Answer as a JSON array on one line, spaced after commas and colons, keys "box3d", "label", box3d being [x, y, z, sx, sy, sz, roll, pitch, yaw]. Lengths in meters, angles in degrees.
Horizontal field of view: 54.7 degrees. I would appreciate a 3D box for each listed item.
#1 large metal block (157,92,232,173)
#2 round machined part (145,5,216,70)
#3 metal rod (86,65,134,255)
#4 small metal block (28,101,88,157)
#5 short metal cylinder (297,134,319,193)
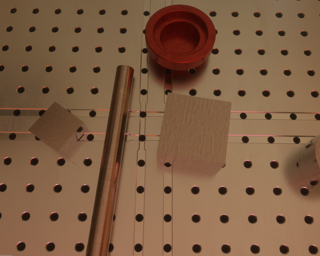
[{"box3d": [0.043, 0.007, 0.397, 0.080, 0.050, 0.080, 9, 70, 3], "label": "large metal block"}, {"box3d": [0.028, -0.126, 0.449, 0.099, 0.042, 0.098, 0, 70, -1], "label": "round machined part"}, {"box3d": [-0.064, 0.056, 0.390, 0.025, 0.025, 0.299, 5, 70, 1], "label": "metal rod"}, {"box3d": [-0.134, 0.002, 0.409, 0.050, 0.025, 0.050, 35, 73, 11], "label": "small metal block"}, {"box3d": [0.223, 0.042, 0.386, 0.081, 0.050, 0.080, 0, 70, 0], "label": "short metal cylinder"}]
